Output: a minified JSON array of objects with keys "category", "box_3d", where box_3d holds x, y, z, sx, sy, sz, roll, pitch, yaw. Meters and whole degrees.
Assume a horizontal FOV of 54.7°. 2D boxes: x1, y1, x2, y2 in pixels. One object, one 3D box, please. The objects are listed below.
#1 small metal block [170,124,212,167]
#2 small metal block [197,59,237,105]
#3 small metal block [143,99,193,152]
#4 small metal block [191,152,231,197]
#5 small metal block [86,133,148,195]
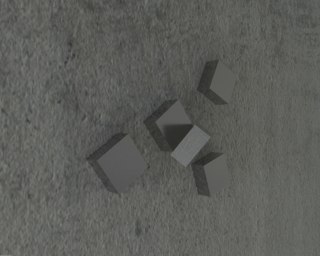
[{"category":"small metal block","box_3d":[0.044,0.022,0.414,0.050,0.025,0.050,-52,171,9]},{"category":"small metal block","box_3d":[0.090,-0.070,0.483,0.050,0.025,0.050,32,70,-36]},{"category":"small metal block","box_3d":[0.013,-0.003,0.418,0.050,0.025,0.050,-45,117,-31]},{"category":"small metal block","box_3d":[0.079,0.070,0.474,0.050,0.025,0.050,-24,105,-38]},{"category":"small metal block","box_3d":[-0.049,0.041,0.365,0.050,0.025,0.050,-43,116,-32]}]
